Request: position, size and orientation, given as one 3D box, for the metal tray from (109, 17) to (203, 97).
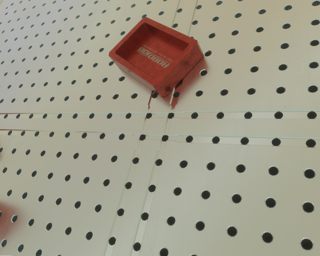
[{"bbox_3d":[-0.010,-0.113,0.477,0.090,0.030,0.130,-47,52,-5],"label":"metal tray"}]
